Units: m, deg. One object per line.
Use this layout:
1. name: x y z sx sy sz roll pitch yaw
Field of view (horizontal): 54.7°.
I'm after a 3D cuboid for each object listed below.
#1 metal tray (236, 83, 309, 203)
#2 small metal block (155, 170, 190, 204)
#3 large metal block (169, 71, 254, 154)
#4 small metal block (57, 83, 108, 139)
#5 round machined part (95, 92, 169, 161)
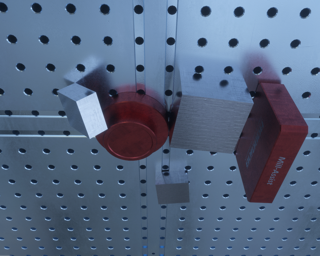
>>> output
1. metal tray: 0.132 0.021 0.388 0.030 0.090 0.129 3 130 -3
2. small metal block: 0.020 0.095 0.493 0.050 0.025 0.050 -4 130 3
3. large metal block: 0.058 -0.018 0.381 0.081 0.050 0.079 6 130 -6
4. small metal block: -0.093 -0.021 0.369 0.025 0.050 0.050 -32 127 -29
5. round machined part: -0.038 0.005 0.404 0.099 0.042 0.097 0 131 0
